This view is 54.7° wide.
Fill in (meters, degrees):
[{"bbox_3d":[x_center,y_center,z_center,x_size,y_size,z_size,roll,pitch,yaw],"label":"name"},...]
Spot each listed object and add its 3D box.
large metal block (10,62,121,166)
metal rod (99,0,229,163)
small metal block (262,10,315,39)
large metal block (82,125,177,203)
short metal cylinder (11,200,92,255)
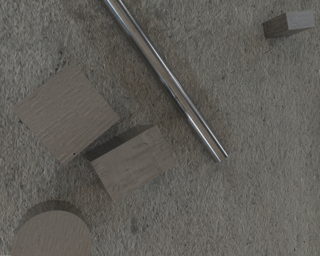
[{"bbox_3d":[-0.107,-0.016,0.356,0.080,0.050,0.080,-42,104,-15],"label":"large metal block"},{"bbox_3d":[0.000,-0.076,0.409,0.025,0.025,0.299,-40,103,-16],"label":"metal rod"},{"bbox_3d":[0.193,-0.156,0.467,0.050,0.050,0.025,-12,95,-20],"label":"small metal block"},{"bbox_3d":[-0.039,0.037,0.366,0.080,0.080,0.050,-30,100,-18],"label":"large metal block"},{"bbox_3d":[-0.122,0.127,0.351,0.081,0.050,0.080,0,90,-20],"label":"short metal cylinder"}]
